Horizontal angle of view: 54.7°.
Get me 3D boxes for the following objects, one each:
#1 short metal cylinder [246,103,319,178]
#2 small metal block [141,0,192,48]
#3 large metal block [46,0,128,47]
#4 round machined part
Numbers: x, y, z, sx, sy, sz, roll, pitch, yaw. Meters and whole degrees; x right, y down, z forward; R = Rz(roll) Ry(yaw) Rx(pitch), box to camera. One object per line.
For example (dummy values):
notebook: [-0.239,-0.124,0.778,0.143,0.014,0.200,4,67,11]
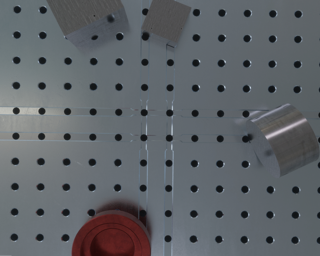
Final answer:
short metal cylinder: [0.150,0.016,0.387,0.050,0.080,0.080,-25,90,0]
small metal block: [0.008,-0.142,0.413,0.050,0.025,0.050,22,90,0]
large metal block: [-0.098,-0.165,0.400,0.080,0.050,0.080,-27,90,0]
round machined part: [-0.060,0.156,0.404,0.099,0.042,0.097,0,90,0]
